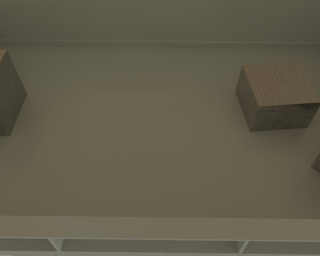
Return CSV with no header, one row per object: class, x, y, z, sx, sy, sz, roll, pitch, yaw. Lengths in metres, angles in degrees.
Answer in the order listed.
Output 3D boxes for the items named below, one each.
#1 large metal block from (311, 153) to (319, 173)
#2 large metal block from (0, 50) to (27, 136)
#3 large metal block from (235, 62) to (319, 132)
large metal block,0.228,0.033,0.340,0.050,0.080,0.080,-39,60,-20
large metal block,-0.224,-0.045,0.406,0.050,0.080,0.080,1,50,0
large metal block,0.158,-0.044,0.426,0.081,0.050,0.080,-4,50,-4
